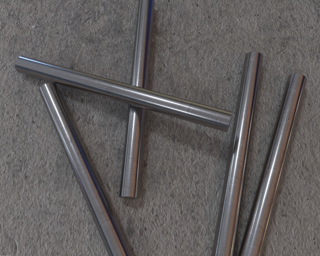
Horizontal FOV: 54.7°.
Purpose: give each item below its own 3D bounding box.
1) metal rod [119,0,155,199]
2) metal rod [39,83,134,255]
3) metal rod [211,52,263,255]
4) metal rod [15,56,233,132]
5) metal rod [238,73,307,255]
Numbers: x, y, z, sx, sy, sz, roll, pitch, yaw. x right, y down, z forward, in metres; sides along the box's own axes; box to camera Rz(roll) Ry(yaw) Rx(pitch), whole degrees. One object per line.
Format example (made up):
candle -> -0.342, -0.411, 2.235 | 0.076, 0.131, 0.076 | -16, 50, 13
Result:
metal rod -> -0.029, -0.055, 0.427 | 0.025, 0.025, 0.299 | 3, 70, 1
metal rod -> -0.086, 0.070, 0.381 | 0.025, 0.025, 0.299 | -26, 72, -9
metal rod -> 0.100, 0.034, 0.396 | 0.025, 0.025, 0.299 | 13, 70, 4
metal rod -> -0.057, -0.049, 0.401 | 0.301, 0.025, 0.025 | 17, 71, 15
metal rod -> 0.138, 0.062, 0.386 | 0.025, 0.025, 0.300 | 20, 71, 7
